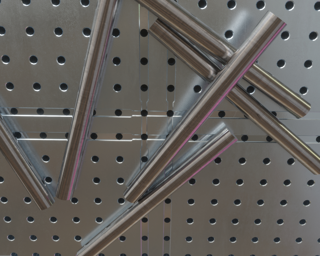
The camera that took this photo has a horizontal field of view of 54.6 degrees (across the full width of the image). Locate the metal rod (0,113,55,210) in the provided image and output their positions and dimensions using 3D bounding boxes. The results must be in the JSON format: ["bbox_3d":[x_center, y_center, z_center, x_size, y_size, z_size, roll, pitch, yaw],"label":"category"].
[{"bbox_3d":[-0.223,-0.017,0.405,0.025,0.025,0.299,-22,109,8],"label":"metal rod"}]

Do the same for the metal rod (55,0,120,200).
[{"bbox_3d":[-0.095,-0.037,0.398,0.025,0.025,0.298,16,109,-6],"label":"metal rod"}]

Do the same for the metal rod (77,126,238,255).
[{"bbox_3d":[-0.012,0.104,0.451,0.299,0.025,0.025,-42,105,14],"label":"metal rod"}]

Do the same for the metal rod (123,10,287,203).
[{"bbox_3d":[0.040,-0.008,0.386,0.025,0.025,0.299,32,116,-11],"label":"metal rod"}]

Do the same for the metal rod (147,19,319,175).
[{"bbox_3d":[0.108,-0.034,0.401,0.301,0.025,0.025,38,106,-13],"label":"metal rod"}]

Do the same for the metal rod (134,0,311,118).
[{"bbox_3d":[0.063,-0.098,0.364,0.301,0.025,0.025,31,107,-16],"label":"metal rod"}]
